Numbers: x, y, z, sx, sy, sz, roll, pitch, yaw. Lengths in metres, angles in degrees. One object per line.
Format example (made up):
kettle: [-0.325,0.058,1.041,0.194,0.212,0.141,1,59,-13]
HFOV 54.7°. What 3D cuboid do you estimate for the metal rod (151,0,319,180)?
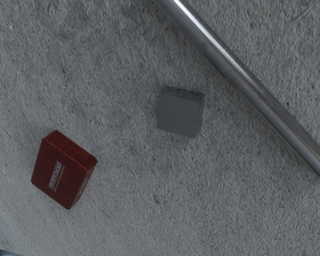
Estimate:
metal rod: [0.087,-0.051,0.328,0.300,0.025,0.025,46,129,-4]

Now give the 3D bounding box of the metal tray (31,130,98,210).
metal tray: [-0.170,0.076,0.537,0.090,0.030,0.129,35,129,4]

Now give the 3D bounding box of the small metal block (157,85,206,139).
small metal block: [0.025,-0.020,0.380,0.050,0.025,0.050,16,125,19]
